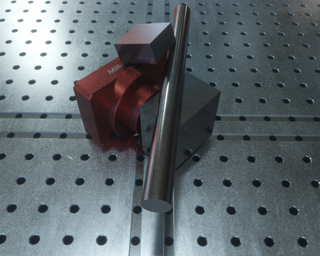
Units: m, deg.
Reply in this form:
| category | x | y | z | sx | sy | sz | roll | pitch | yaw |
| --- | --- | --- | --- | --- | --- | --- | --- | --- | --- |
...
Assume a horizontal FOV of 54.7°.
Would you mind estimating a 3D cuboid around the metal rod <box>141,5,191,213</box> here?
| category | x | y | z | sx | sy | sz | roll | pitch | yaw |
| --- | --- | --- | --- | --- | --- | --- | --- | --- | --- |
| metal rod | 0.014 | -0.051 | 0.346 | 0.025 | 0.025 | 0.300 | 5 | 50 | 4 |

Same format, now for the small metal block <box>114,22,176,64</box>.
| category | x | y | z | sx | sy | sz | roll | pitch | yaw |
| --- | --- | --- | --- | --- | --- | --- | --- | --- | --- |
| small metal block | -0.017 | -0.100 | 0.365 | 0.050 | 0.025 | 0.050 | 9 | 46 | 31 |

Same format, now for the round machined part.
| category | x | y | z | sx | sy | sz | roll | pitch | yaw |
| --- | --- | --- | --- | --- | --- | --- | --- | --- | --- |
| round machined part | -0.021 | -0.029 | 0.390 | 0.042 | 0.097 | 0.099 | 35 | 58 | 25 |

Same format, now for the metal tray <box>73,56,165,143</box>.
| category | x | y | z | sx | sy | sz | roll | pitch | yaw |
| --- | --- | --- | --- | --- | --- | --- | --- | --- | --- |
| metal tray | -0.044 | -0.049 | 0.406 | 0.030 | 0.089 | 0.131 | 36 | 58 | 26 |

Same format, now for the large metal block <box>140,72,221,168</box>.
| category | x | y | z | sx | sy | sz | roll | pitch | yaw |
| --- | --- | --- | --- | --- | --- | --- | --- | --- | --- |
| large metal block | 0.024 | -0.007 | 0.374 | 0.050 | 0.080 | 0.080 | 35 | 58 | 25 |
